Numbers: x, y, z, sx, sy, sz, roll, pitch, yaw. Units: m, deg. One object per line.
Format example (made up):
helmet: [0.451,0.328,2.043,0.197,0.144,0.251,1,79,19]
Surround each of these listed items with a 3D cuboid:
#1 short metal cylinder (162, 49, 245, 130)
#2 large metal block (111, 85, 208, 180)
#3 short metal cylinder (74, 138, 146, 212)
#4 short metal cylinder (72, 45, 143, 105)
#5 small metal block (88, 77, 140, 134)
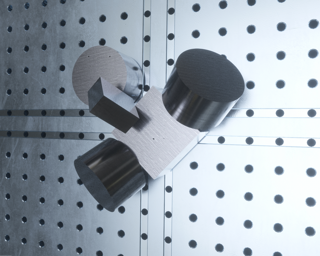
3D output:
short metal cylinder: [0.048,-0.045,0.355,0.080,0.081,0.050,45,142,14]
large metal block: [0.001,0.005,0.393,0.080,0.050,0.080,46,104,14]
short metal cylinder: [-0.064,0.059,0.396,0.080,0.050,0.080,35,145,29]
short metal cylinder: [-0.070,-0.066,0.420,0.080,0.050,0.079,0,90,20]
small metal block: [-0.055,-0.027,0.362,0.025,0.050,0.050,-47,32,16]
